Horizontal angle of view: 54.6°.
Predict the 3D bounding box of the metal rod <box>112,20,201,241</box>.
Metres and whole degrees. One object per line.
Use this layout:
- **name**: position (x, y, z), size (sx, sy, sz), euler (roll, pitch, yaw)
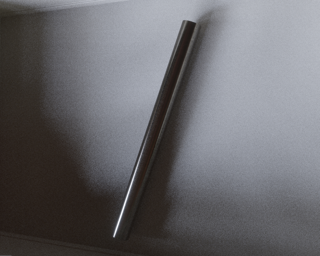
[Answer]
- **metal rod**: position (-0.007, 0.008, 0.411), size (0.025, 0.025, 0.298), euler (21, 97, 19)
